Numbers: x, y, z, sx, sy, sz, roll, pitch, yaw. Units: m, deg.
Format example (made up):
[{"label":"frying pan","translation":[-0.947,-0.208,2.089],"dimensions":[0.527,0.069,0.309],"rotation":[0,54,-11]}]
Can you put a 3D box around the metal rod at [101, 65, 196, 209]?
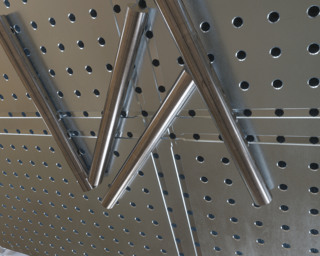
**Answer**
[{"label":"metal rod","translation":[-0.026,0.032,0.445],"dimensions":[0.025,0.025,0.298],"rotation":[37,129,4]}]

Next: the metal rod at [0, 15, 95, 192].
[{"label":"metal rod","translation":[-0.177,-0.026,0.489],"dimensions":[0.025,0.025,0.299],"rotation":[-9,114,32]}]

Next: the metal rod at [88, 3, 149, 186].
[{"label":"metal rod","translation":[-0.067,-0.022,0.433],"dimensions":[0.025,0.025,0.298],"rotation":[29,128,10]}]

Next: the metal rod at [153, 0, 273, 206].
[{"label":"metal rod","translation":[0.062,-0.030,0.344],"dimensions":[0.025,0.025,0.299],"rotation":[-15,116,34]}]
